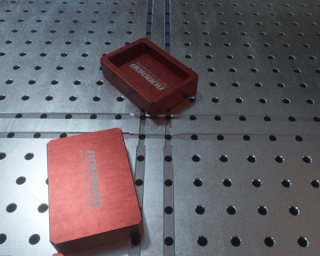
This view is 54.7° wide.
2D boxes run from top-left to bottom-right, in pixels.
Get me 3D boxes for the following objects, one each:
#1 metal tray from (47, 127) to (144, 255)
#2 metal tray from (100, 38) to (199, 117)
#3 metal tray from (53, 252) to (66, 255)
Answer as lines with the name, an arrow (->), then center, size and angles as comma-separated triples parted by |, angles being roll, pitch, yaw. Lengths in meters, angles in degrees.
metal tray -> -0.076, 0.064, 0.350 | 0.091, 0.030, 0.130 | -11, 51, -10
metal tray -> -0.018, -0.082, 0.472 | 0.091, 0.030, 0.130 | -33, 58, -25
metal tray -> -0.097, 0.183, 0.249 | 0.090, 0.030, 0.131 | 29, 56, 22
